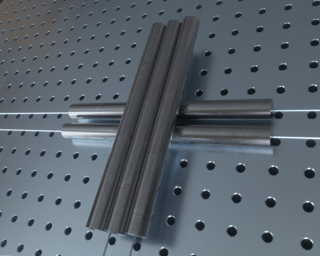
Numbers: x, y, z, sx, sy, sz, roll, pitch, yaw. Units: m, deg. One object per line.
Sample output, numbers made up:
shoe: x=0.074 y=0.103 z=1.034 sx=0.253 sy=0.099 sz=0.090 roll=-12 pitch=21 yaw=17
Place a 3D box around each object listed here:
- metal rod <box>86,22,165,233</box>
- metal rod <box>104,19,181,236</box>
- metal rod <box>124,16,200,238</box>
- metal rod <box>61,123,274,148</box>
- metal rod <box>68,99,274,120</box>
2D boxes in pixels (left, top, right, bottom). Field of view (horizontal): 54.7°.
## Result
metal rod: x=-0.035 y=-0.019 z=0.405 sx=0.025 sy=0.025 sz=0.300 roll=1 pitch=62 yaw=28
metal rod: x=-0.013 y=-0.019 z=0.394 sx=0.025 sy=0.025 sz=0.300 roll=1 pitch=62 yaw=28
metal rod: x=0.010 y=-0.020 z=0.383 sx=0.025 sy=0.025 sz=0.300 roll=1 pitch=62 yaw=28
metal rod: x=-0.011 y=0.007 z=0.408 sx=0.300 sy=0.025 sz=0.025 roll=1 pitch=62 yaw=28
metal rod: x=-0.004 y=-0.024 z=0.424 sx=0.300 sy=0.025 sz=0.025 roll=1 pitch=62 yaw=28
